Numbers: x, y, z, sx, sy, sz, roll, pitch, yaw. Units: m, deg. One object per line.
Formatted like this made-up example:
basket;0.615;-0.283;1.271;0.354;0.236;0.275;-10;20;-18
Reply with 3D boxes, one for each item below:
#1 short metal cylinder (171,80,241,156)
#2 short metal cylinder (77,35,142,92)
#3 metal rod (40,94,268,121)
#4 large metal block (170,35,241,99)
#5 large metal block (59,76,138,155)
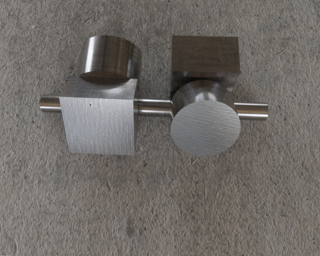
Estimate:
short metal cylinder;0.053;-0.012;0.378;0.080;0.079;0.050;2;35;0
short metal cylinder;-0.065;-0.076;0.407;0.080;0.080;0.050;3;70;1
metal rod;-0.008;-0.028;0.421;0.302;0.025;0.025;2;70;0
large metal block;0.055;-0.076;0.408;0.080;0.080;0.050;1;70;0
large metal block;-0.069;-0.015;0.378;0.080;0.079;0.050;3;36;0
